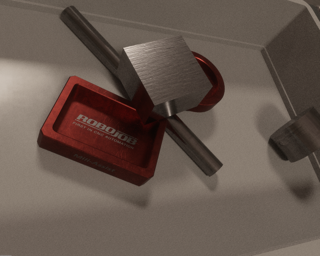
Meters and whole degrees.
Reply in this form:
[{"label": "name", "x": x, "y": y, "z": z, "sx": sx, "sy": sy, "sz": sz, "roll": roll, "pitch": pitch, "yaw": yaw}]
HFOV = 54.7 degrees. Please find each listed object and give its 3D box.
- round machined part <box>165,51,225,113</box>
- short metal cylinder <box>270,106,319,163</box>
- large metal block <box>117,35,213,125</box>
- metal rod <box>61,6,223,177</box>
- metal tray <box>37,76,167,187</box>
[{"label": "round machined part", "x": 0.043, "y": -0.064, "z": 0.459, "sx": 0.099, "sy": 0.042, "sz": 0.098, "roll": 14, "pitch": 56, "yaw": -21}, {"label": "short metal cylinder", "x": 0.223, "y": 0.010, "z": 0.487, "sx": 0.081, "sy": 0.080, "sz": 0.050, "roll": -30, "pitch": 79, "yaw": -38}, {"label": "large metal block", "x": 0.004, "y": -0.060, "z": 0.382, "sx": 0.081, "sy": 0.050, "sz": 0.080, "roll": -21, "pitch": 73, "yaw": -25}, {"label": "metal rod", "x": -0.027, "y": -0.053, "z": 0.424, "sx": 0.300, "sy": 0.025, "sz": 0.025, "roll": 47, "pitch": 51, "yaw": 4}, {"label": "metal tray", "x": -0.063, "y": 0.003, "z": 0.367, "sx": 0.131, "sy": 0.030, "sz": 0.090, "roll": 25, "pitch": 53, "yaw": -14}]
